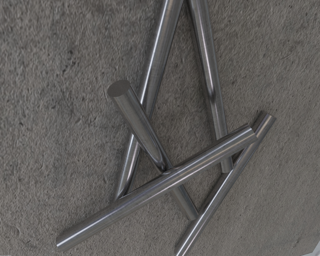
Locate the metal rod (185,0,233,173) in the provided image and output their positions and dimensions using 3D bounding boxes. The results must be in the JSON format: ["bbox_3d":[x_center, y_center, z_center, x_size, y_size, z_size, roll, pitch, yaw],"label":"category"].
[{"bbox_3d":[0.070,-0.049,0.413,0.025,0.025,0.299,-27,128,-12],"label":"metal rod"}]

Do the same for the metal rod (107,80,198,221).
[{"bbox_3d":[0.006,0.053,0.418,0.025,0.025,0.299,-34,136,-6],"label":"metal rod"}]

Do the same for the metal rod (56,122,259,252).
[{"bbox_3d":[-0.012,0.082,0.403,0.300,0.025,0.025,-32,131,12],"label":"metal rod"}]

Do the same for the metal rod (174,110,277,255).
[{"bbox_3d":[0.105,0.105,0.528,0.025,0.025,0.298,17,110,-35],"label":"metal rod"}]

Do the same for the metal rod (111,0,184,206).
[{"bbox_3d":[-0.024,-0.009,0.387,0.025,0.025,0.298,2,118,-29],"label":"metal rod"}]
